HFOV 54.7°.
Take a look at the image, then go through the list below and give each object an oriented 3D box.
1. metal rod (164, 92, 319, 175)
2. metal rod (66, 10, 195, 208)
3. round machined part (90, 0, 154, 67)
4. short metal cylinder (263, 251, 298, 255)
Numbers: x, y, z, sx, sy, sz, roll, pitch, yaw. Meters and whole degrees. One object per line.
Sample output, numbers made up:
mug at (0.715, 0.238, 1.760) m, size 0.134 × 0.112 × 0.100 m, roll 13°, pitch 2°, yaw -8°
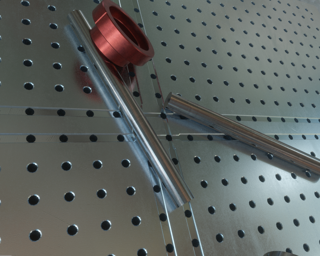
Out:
metal rod at (0.146, 0.016, 0.479) m, size 0.302 × 0.025 × 0.025 m, roll 22°, pitch 53°, yaw -15°
metal rod at (-0.045, -0.034, 0.405) m, size 0.025 × 0.025 × 0.299 m, roll -21°, pitch 73°, yaw -36°
round machined part at (-0.056, -0.123, 0.426) m, size 0.098 × 0.042 × 0.098 m, roll 43°, pitch 24°, yaw -24°
short metal cylinder at (0.142, 0.184, 0.340) m, size 0.080 × 0.080 × 0.050 m, roll 44°, pitch 51°, yaw 2°
